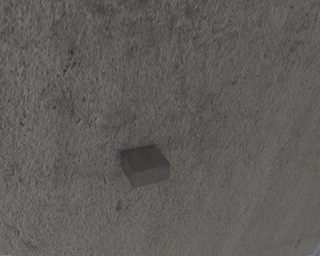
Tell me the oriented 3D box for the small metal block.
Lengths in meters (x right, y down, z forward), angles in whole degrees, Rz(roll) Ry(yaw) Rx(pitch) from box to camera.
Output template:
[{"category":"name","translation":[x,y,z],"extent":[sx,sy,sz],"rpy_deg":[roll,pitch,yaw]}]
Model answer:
[{"category":"small metal block","translation":[-0.020,0.049,0.409],"extent":[0.050,0.050,0.025],"rpy_deg":[-10,123,-23]}]
